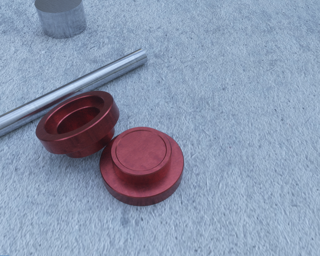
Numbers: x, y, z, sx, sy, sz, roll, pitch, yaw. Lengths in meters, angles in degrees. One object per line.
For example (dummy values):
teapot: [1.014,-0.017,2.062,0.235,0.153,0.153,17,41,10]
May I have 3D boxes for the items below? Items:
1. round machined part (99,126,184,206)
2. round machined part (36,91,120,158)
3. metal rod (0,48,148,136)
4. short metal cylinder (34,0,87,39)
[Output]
round machined part: [-0.021,0.037,0.361,0.099,0.042,0.098,0,50,0]
round machined part: [-0.095,-0.001,0.377,0.098,0.042,0.098,-15,35,11]
metal rod: [-0.144,-0.043,0.437,0.302,0.025,0.025,-32,58,-25]
short metal cylinder: [-0.177,-0.205,0.557,0.081,0.050,0.080,0,50,0]
